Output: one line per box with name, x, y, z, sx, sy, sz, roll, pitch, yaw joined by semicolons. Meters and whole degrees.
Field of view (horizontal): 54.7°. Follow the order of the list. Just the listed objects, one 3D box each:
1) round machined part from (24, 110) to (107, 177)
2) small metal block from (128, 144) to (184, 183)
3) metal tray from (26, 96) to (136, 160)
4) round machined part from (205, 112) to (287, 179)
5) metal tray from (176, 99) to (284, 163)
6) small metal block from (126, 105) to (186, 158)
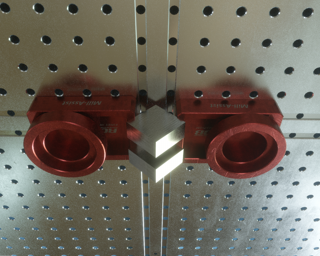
round machined part;-0.117;0.016;0.396;0.099;0.042;0.097;0;130;0
small metal block;-0.005;0.036;0.407;0.050;0.050;0.025;33;139;32
metal tray;-0.095;0.002;0.411;0.131;0.030;0.089;-1;132;0
round machined part;0.107;0.018;0.400;0.099;0.042;0.097;0;130;0
metal tray;0.086;0.006;0.415;0.131;0.030;0.089;0;131;-1
small metal block;-0.005;0.002;0.378;0.050;0.050;0.025;33;139;32
